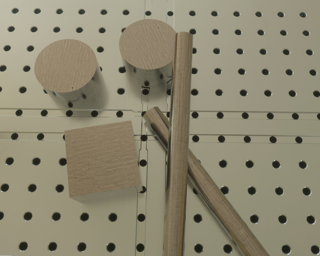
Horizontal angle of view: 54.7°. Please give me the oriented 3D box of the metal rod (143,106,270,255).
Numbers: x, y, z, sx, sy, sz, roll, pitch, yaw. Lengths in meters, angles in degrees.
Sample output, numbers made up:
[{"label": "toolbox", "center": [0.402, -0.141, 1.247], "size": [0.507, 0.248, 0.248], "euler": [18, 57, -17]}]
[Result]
[{"label": "metal rod", "center": [0.073, 0.095, 0.377], "size": [0.025, 0.025, 0.299], "euler": [-33, 74, -11]}]

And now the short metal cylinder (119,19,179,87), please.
[{"label": "short metal cylinder", "center": [-0.014, -0.105, 0.436], "size": [0.081, 0.050, 0.080], "euler": [0, 70, 0]}]

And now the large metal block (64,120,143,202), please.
[{"label": "large metal block", "center": [-0.068, 0.042, 0.382], "size": [0.081, 0.050, 0.080], "euler": [-9, 70, -4]}]

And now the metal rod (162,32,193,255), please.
[{"label": "metal rod", "center": [0.022, 0.028, 0.374], "size": [0.025, 0.025, 0.299], "euler": [3, 80, 1]}]

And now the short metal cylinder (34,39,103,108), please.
[{"label": "short metal cylinder", "center": [-0.122, -0.073, 0.424], "size": [0.081, 0.050, 0.080], "euler": [0, 70, 0]}]
